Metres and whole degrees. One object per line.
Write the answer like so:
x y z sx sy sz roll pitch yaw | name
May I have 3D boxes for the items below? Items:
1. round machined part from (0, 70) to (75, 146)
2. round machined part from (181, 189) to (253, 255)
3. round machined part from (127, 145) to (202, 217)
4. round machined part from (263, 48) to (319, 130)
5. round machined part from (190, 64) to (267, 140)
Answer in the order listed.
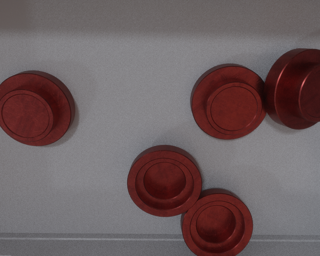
-0.162 -0.021 0.393 0.099 0.042 0.097 0 110 0 | round machined part
0.078 0.134 0.444 0.099 0.042 0.097 0 96 -3 | round machined part
0.007 0.068 0.425 0.099 0.042 0.097 1 107 2 | round machined part
0.177 -0.045 0.370 0.099 0.042 0.097 -7 108 -21 | round machined part
0.089 -0.030 0.392 0.099 0.042 0.097 0 110 0 | round machined part
